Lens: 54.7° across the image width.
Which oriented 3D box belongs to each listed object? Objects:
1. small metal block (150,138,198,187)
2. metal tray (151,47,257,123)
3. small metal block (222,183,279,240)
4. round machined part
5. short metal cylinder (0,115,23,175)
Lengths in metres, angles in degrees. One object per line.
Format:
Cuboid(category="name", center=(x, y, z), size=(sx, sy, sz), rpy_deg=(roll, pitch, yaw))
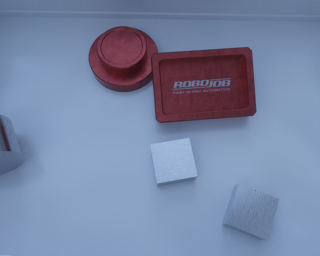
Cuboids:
Cuboid(category="small metal block", center=(0.017, 0.044, 0.394), size=(0.050, 0.025, 0.050), rpy_deg=(-9, 70, -4))
Cuboid(category="metal tray", center=(0.057, -0.056, 0.412), size=(0.131, 0.030, 0.089), rpy_deg=(-4, 91, -2))
Cuboid(category="small metal block", center=(0.109, 0.101, 0.374), size=(0.050, 0.025, 0.050), rpy_deg=(21, 71, 7))
Cuboid(category="round machined part", center=(-0.052, -0.104, 0.438), size=(0.099, 0.042, 0.098), rpy_deg=(0, 70, 0))
Cuboid(category="short metal cylinder", center=(-0.213, 0.025, 0.369), size=(0.080, 0.080, 0.050), rpy_deg=(-23, 72, -9))
